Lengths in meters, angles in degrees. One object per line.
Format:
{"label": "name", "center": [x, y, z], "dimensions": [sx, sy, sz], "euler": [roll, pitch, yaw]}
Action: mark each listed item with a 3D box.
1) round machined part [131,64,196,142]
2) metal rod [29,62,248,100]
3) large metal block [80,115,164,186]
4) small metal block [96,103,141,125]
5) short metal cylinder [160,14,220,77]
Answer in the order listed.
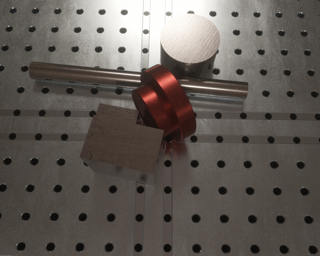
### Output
{"label": "round machined part", "center": [0.000, -0.025, 0.382], "dimensions": [0.042, 0.098, 0.098], "euler": [-29, 73, -12]}
{"label": "metal rod", "center": [-0.030, -0.067, 0.435], "dimensions": [0.302, 0.025, 0.025], "euler": [6, 70, 1]}
{"label": "large metal block", "center": [-0.040, 0.030, 0.371], "dimensions": [0.080, 0.080, 0.050], "euler": [12, 71, 4]}
{"label": "small metal block", "center": [-0.053, -0.006, 0.400], "dimensions": [0.050, 0.050, 0.025], "euler": [11, 71, 3]}
{"label": "short metal cylinder", "center": [0.041, -0.113, 0.440], "dimensions": [0.081, 0.050, 0.080], "euler": [0, 70, 0]}
